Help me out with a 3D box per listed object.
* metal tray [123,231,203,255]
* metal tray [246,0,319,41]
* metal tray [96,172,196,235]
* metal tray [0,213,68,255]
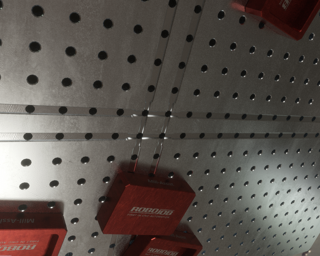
[{"bbox_3d":[0.004,0.225,0.551,0.131,0.030,0.090,26,104,-38],"label":"metal tray"},{"bbox_3d":[0.177,-0.188,0.390,0.091,0.030,0.129,15,111,-35],"label":"metal tray"},{"bbox_3d":[-0.019,0.119,0.474,0.131,0.030,0.089,15,110,-35],"label":"metal tray"},{"bbox_3d":[-0.197,0.153,0.395,0.131,0.030,0.089,11,113,-34],"label":"metal tray"}]
